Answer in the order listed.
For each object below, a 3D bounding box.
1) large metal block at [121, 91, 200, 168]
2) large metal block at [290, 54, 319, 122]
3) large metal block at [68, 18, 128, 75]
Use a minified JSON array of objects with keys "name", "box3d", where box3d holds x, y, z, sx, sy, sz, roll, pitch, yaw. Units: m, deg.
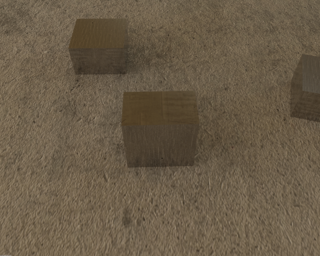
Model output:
[{"name":"large metal block","box3d":[0.000,0.003,0.365,0.081,0.080,0.050,-1,50,-1]},{"name":"large metal block","box3d":[0.232,-0.053,0.433,0.080,0.050,0.080,13,51,10]},{"name":"large metal block","box3d":[-0.094,-0.131,0.497,0.081,0.050,0.080,-1,50,-1]}]
